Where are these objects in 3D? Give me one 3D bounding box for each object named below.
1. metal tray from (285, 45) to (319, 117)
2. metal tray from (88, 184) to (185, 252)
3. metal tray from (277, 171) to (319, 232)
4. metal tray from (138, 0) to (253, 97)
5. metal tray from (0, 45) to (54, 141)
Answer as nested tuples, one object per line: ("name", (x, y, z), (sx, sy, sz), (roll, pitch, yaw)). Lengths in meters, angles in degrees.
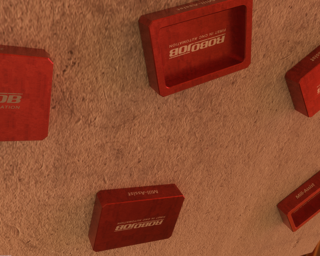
("metal tray", (0.268, -0.089, 0.495), (0.130, 0.030, 0.090), (-39, 130, -2))
("metal tray", (-0.035, 0.133, 0.467), (0.131, 0.030, 0.089), (1, 118, -29))
("metal tray", (0.325, 0.161, 0.680), (0.130, 0.030, 0.090), (-37, 129, -4))
("metal tray", (0.046, -0.100, 0.366), (0.131, 0.030, 0.089), (-21, 127, -16))
("metal tray", (-0.173, -0.032, 0.289), (0.131, 0.030, 0.089), (-1, 119, -28))
